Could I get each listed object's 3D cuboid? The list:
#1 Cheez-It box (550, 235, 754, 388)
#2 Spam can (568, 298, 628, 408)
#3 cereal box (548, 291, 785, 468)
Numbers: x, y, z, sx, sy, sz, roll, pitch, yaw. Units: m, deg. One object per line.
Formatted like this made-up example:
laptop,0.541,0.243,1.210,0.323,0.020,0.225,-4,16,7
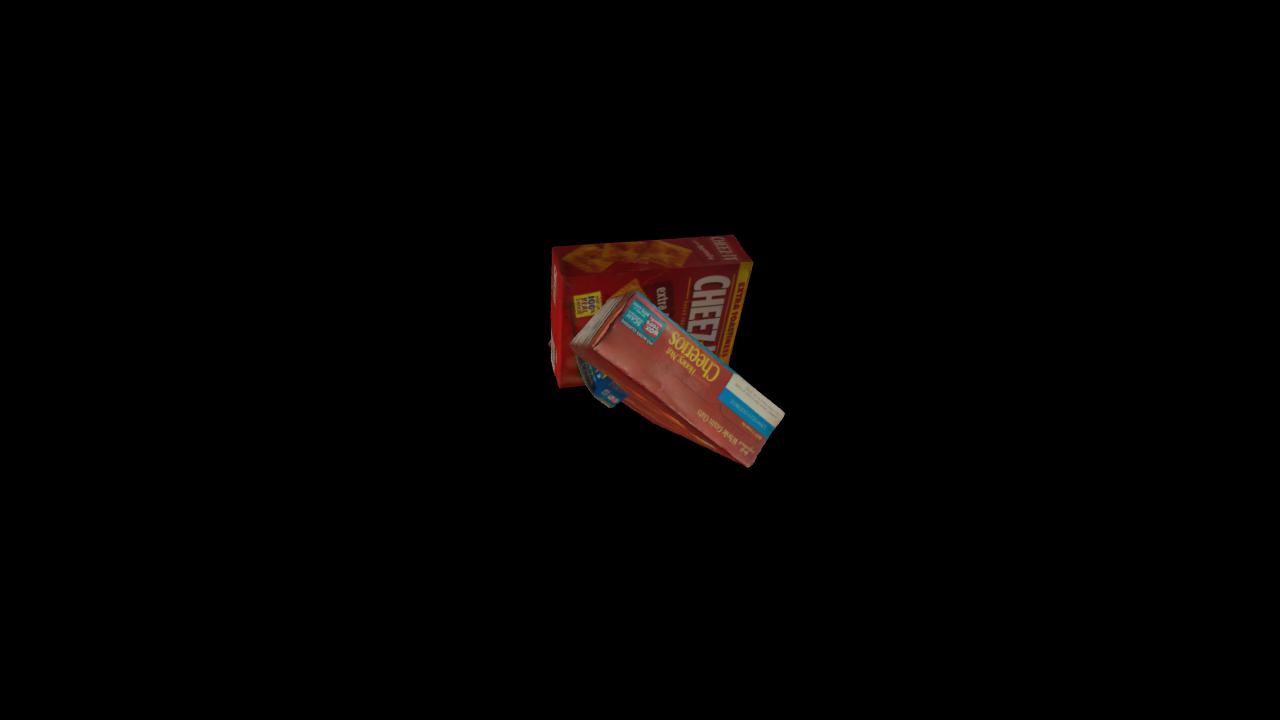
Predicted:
Cheez-It box,0.008,-0.056,0.729,0.223,0.166,0.071,-6,43,-16
Spam can,-0.024,-0.009,0.697,0.085,0.101,0.058,-38,-44,15
cereal box,0.011,0.015,0.729,0.203,0.081,0.306,38,-9,-14
